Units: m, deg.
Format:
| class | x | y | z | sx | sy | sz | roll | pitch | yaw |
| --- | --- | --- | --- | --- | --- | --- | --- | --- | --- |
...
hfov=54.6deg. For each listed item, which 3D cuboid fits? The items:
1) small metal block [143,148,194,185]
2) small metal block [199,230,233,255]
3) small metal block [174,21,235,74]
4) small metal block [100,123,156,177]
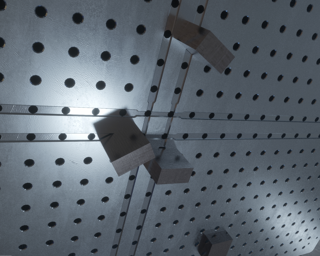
| class | x | y | z | sx | sy | sz | roll | pitch | yaw |
| --- | --- | --- | --- | --- | --- | --- | --- | --- | --- |
| small metal block | 0.010 | 0.052 | 0.432 | 0.050 | 0.050 | 0.025 | 2 | 117 | -30 |
| small metal block | 0.111 | 0.235 | 0.616 | 0.050 | 0.025 | 0.050 | -2 | 119 | -28 |
| small metal block | 0.052 | -0.095 | 0.364 | 0.050 | 0.050 | 0.025 | 32 | 101 | -38 |
| small metal block | -0.041 | 0.026 | 0.388 | 0.050 | 0.050 | 0.025 | -27 | 128 | -12 |
